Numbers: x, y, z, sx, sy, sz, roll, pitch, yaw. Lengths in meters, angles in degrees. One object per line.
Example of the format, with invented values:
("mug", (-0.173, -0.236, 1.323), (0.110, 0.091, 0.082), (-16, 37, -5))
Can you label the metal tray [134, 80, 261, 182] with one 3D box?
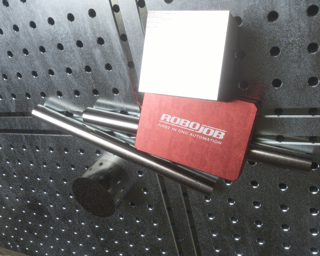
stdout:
("metal tray", (0.041, -0.002, 0.364), (0.130, 0.030, 0.089), (17, 104, 20))

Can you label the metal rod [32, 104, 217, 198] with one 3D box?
("metal rod", (-0.062, 0.029, 0.461), (0.301, 0.025, 0.025), (22, 127, 14))

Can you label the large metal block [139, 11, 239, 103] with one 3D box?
("large metal block", (0.030, -0.071, 0.315), (0.080, 0.050, 0.079), (9, 95, 23))

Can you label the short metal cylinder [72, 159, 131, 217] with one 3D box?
("short metal cylinder", (-0.094, 0.098, 0.506), (0.080, 0.050, 0.079), (13, 124, 21))

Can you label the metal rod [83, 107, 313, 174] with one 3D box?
("metal rod", (0.031, 0.011, 0.401), (0.301, 0.025, 0.025), (12, 124, 21))
